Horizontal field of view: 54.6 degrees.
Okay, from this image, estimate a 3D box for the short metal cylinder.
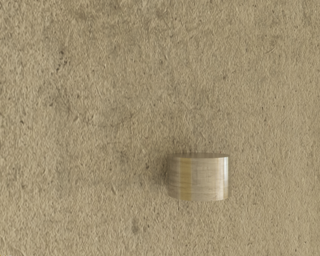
[{"bbox_3d":[0.050,0.060,0.398,0.081,0.080,0.050,0,90,-20],"label":"short metal cylinder"}]
